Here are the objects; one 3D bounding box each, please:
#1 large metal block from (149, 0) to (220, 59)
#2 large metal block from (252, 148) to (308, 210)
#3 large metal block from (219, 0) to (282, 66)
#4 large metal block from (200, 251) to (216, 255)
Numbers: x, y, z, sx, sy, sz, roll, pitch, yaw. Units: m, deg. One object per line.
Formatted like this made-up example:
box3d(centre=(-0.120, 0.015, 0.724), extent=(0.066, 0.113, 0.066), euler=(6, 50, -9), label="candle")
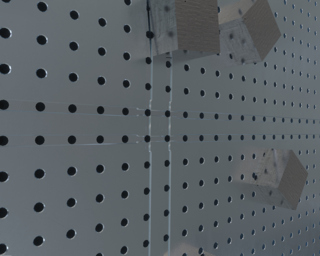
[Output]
box3d(centre=(0.034, -0.140, 0.420), extent=(0.081, 0.050, 0.080), euler=(-7, 95, -40), label="large metal block")
box3d(centre=(0.227, 0.095, 0.582), extent=(0.080, 0.050, 0.080), euler=(46, 63, -30), label="large metal block")
box3d(centre=(0.149, -0.163, 0.516), extent=(0.080, 0.050, 0.080), euler=(-50, 120, -28), label="large metal block")
box3d(centre=(0.067, 0.244, 0.449), extent=(0.081, 0.050, 0.080), euler=(-25, 106, -37), label="large metal block")
